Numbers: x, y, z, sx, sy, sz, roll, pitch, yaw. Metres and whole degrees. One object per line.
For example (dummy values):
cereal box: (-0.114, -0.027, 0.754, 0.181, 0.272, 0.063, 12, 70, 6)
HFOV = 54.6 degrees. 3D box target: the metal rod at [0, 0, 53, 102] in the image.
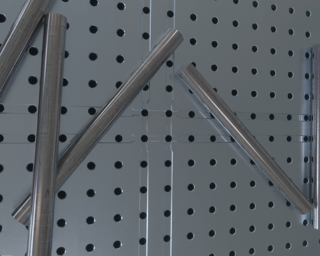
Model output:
metal rod: (-0.188, -0.038, 0.343, 0.025, 0.025, 0.299, 26, 81, -18)

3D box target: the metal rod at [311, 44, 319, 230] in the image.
metal rod: (0.263, 0.014, 0.508, 0.025, 0.025, 0.298, 0, 90, -20)

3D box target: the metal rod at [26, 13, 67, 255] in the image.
metal rod: (-0.126, 0.017, 0.345, 0.025, 0.025, 0.299, 4, 81, -20)

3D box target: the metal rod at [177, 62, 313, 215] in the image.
metal rod: (0.133, 0.024, 0.460, 0.300, 0.025, 0.025, 46, 76, -14)

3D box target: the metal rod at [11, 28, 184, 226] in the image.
metal rod: (-0.069, -0.011, 0.387, 0.025, 0.025, 0.300, 42, 77, -15)
